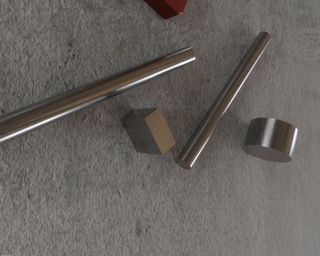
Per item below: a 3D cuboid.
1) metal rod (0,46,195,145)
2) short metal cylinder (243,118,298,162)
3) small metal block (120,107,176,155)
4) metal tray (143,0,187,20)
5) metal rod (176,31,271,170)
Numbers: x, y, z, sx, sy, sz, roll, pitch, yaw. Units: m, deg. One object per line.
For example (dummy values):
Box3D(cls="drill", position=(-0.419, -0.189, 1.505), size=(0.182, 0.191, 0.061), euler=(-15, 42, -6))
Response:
Box3D(cls="metal rod", position=(-0.065, -0.043, 0.351), size=(0.302, 0.025, 0.025), euler=(-30, 109, -36))
Box3D(cls="short metal cylinder", position=(0.189, 0.022, 0.530), size=(0.080, 0.080, 0.050), euler=(31, 71, -36))
Box3D(cls="small metal block", position=(-0.015, 0.004, 0.378), size=(0.025, 0.050, 0.050), euler=(-39, 115, -33))
Box3D(cls="metal tray", position=(-0.012, -0.215, 0.393), size=(0.131, 0.030, 0.090), euler=(31, 71, -36))
Box3D(cls="metal rod", position=(0.112, -0.058, 0.501), size=(0.025, 0.025, 0.301), euler=(52, 60, -28))
